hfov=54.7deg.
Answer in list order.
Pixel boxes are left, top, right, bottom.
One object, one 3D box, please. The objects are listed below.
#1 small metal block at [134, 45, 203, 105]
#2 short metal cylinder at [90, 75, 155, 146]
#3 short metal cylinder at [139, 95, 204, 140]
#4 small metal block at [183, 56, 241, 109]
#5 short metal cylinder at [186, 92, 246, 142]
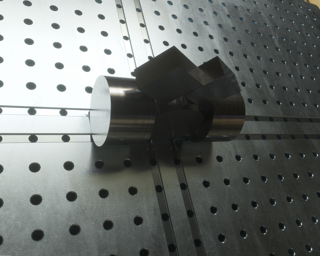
[{"bbox_3d":[0.009,-0.053,0.325,0.050,0.050,0.025,25,45,-54],"label":"small metal block"},{"bbox_3d":[-0.046,-0.019,0.359,0.050,0.080,0.080,1,61,-28],"label":"short metal cylinder"},{"bbox_3d":[0.010,-0.024,0.393,0.081,0.080,0.050,1,62,-28],"label":"short metal cylinder"},{"bbox_3d":[0.057,-0.050,0.355,0.050,0.050,0.025,24,46,-53],"label":"small metal block"},{"bbox_3d":[0.069,-0.021,0.422,0.050,0.080,0.080,0,62,-27],"label":"short metal cylinder"}]
